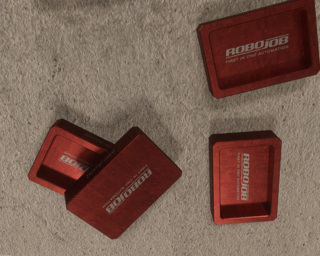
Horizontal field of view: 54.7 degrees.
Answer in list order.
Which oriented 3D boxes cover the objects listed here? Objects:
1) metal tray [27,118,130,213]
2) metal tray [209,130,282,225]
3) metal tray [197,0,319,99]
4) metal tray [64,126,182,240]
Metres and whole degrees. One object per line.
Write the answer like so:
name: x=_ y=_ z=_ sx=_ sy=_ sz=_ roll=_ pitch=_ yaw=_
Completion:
metal tray: x=-0.100 y=0.056 z=0.426 sx=0.131 sy=0.030 sz=0.090 roll=28 pitch=108 yaw=-10
metal tray: x=0.117 y=0.071 z=0.434 sx=0.091 sy=0.030 sz=0.129 roll=-4 pitch=110 yaw=1
metal tray: x=0.118 y=-0.095 z=0.373 sx=0.131 sy=0.030 sz=0.089 roll=-14 pitch=110 yaw=4
metal tray: x=-0.046 y=0.073 z=0.405 sx=0.130 sy=0.030 sz=0.090 roll=-44 pitch=119 yaw=-2
